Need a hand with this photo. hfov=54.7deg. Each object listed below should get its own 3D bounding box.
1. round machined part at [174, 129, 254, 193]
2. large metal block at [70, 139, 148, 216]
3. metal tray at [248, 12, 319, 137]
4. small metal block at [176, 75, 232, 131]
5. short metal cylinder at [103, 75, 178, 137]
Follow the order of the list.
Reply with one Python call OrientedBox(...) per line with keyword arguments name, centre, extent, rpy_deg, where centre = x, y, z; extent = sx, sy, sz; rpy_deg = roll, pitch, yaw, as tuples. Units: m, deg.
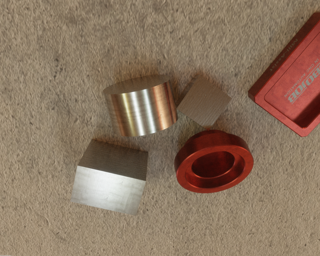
OrientedBox(name="round machined part", centre=(0.067, 0.040, 0.403), extent=(0.099, 0.042, 0.097), rpy_deg=(-5, 135, -5))
OrientedBox(name="large metal block", centre=(-0.062, 0.061, 0.402), extent=(0.080, 0.080, 0.050), rpy_deg=(14, 110, -5))
OrientedBox(name="metal tray", centre=(0.187, -0.064, 0.385), extent=(0.090, 0.030, 0.129), rpy_deg=(34, 106, -12))
OrientedBox(name="small metal block", centre=(0.053, -0.032, 0.393), extent=(0.050, 0.025, 0.050), rpy_deg=(34, 93, -12))
OrientedBox(name="short metal cylinder", centre=(-0.022, -0.029, 0.370), extent=(0.080, 0.080, 0.050), rpy_deg=(-10, 110, 3))
